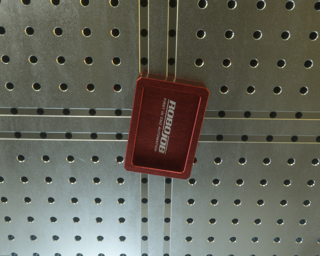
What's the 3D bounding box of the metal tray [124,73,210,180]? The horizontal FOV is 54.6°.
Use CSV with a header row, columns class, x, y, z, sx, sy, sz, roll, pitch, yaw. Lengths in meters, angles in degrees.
class,x,y,z,sx,sy,sz,roll,pitch,yaw
metal tray,0.006,0.000,0.410,0.090,0.030,0.129,9,110,-4
